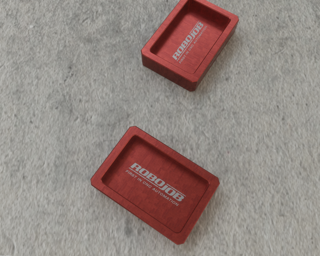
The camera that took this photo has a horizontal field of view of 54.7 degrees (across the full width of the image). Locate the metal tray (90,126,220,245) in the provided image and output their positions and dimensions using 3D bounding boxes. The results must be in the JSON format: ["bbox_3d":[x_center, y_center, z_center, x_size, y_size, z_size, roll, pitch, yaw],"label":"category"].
[{"bbox_3d":[-0.006,0.068,0.380,0.130,0.030,0.090,32,73,10],"label":"metal tray"}]

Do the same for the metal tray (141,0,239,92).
[{"bbox_3d":[0.044,-0.128,0.452,0.090,0.030,0.130,31,73,10],"label":"metal tray"}]
